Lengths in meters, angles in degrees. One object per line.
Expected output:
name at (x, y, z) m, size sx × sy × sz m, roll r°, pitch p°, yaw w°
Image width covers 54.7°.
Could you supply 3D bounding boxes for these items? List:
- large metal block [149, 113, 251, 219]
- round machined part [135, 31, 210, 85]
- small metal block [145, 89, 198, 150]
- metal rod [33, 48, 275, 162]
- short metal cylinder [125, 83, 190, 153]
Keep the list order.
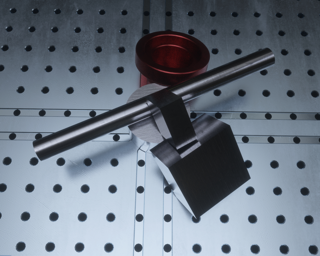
large metal block at (0.047, 0.042, 0.359) m, size 0.080 × 0.050 × 0.080 m, roll -34°, pitch 118°, yaw -11°
round machined part at (0.015, -0.088, 0.423) m, size 0.099 × 0.042 × 0.098 m, roll 4°, pitch 47°, yaw -4°
small metal block at (0.012, -0.011, 0.338) m, size 0.025 × 0.050 × 0.050 m, roll -28°, pitch 115°, yaw -10°
metal rod at (0.001, -0.032, 0.370) m, size 0.302 × 0.025 × 0.025 m, roll -23°, pitch 72°, yaw -9°
short metal cylinder at (-0.003, -0.011, 0.402) m, size 0.081 × 0.050 × 0.080 m, roll 0°, pitch 70°, yaw 0°
